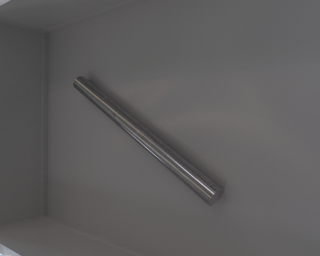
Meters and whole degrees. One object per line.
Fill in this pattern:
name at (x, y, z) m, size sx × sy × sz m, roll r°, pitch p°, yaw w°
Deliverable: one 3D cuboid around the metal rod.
metal rod at (-0.035, 0.002, 0.436) m, size 0.300 × 0.025 × 0.025 m, roll 38°, pitch 113°, yaw 33°
